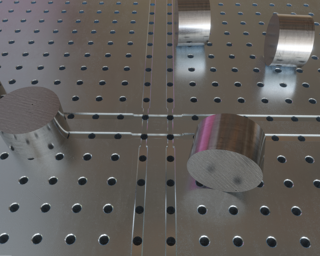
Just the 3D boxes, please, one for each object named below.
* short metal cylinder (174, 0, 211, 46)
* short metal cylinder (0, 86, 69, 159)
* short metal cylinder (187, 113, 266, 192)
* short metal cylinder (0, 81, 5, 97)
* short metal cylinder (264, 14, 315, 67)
[{"bbox_3d":[0.053,-0.180,0.523,0.050,0.080,0.080,-2,50,-2],"label":"short metal cylinder"},{"bbox_3d":[-0.163,-0.008,0.397,0.081,0.050,0.080,0,50,0],"label":"short metal cylinder"},{"bbox_3d":[0.075,0.029,0.348,0.080,0.080,0.050,12,51,10],"label":"short metal cylinder"},{"bbox_3d":[-0.273,-0.061,0.441,0.081,0.050,0.080,0,50,0],"label":"short metal cylinder"},{"bbox_3d":[0.201,-0.137,0.488,0.050,0.080,0.080,4,50,3],"label":"short metal cylinder"}]
